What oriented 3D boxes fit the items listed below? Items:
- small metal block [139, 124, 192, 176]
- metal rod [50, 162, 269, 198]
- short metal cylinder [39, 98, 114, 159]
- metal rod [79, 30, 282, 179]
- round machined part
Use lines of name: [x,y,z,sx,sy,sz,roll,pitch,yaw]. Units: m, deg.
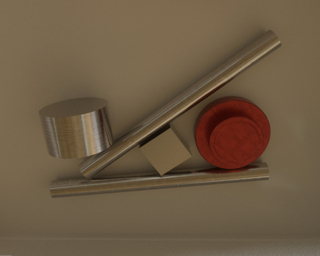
small metal block: [0.007,0.028,0.419,0.050,0.025,0.050,-34,107,11]
metal rod: [-0.001,0.074,0.437,0.302,0.025,0.025,-5,110,1]
short metal cylinder: [-0.101,-0.002,0.379,0.081,0.080,0.050,-5,110,1]
metal rod: [0.017,-0.024,0.401,0.300,0.025,0.025,-35,107,11]
round machined part: [0.096,0.011,0.404,0.099,0.042,0.097,0,110,-1]
